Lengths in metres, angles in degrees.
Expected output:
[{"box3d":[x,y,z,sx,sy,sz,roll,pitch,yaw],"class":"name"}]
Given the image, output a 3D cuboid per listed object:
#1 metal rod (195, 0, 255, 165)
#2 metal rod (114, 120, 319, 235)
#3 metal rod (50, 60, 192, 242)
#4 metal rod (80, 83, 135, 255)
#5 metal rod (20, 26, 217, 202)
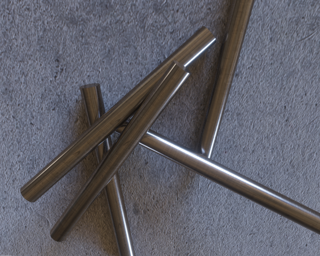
[{"box3d":[0.084,-0.087,0.377,0.025,0.025,0.298,10,110,-4],"class":"metal rod"},{"box3d":[0.076,0.059,0.399,0.301,0.025,0.025,26,108,3],"class":"metal rod"},{"box3d":[-0.061,0.043,0.395,0.025,0.025,0.299,33,111,-12],"class":"metal rod"},{"box3d":[-0.068,0.085,0.440,0.025,0.025,0.298,-8,110,3],"class":"metal rod"},{"box3d":[-0.054,-0.014,0.381,0.300,0.025,0.025,-41,105,4],"class":"metal rod"}]
